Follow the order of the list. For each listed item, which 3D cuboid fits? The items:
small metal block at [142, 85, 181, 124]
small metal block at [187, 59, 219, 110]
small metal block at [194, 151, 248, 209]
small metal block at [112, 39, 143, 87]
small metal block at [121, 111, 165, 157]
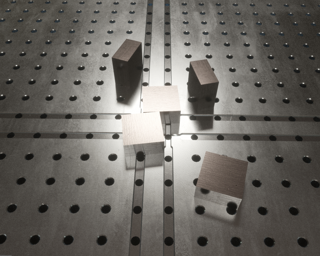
[{"bbox_3d":[0.001,-0.033,0.435,0.050,0.025,0.050,-2,50,-3],"label":"small metal block"},{"bbox_3d":[0.060,-0.062,0.444,0.025,0.050,0.050,-10,51,-9],"label":"small metal block"},{"bbox_3d":[0.071,0.060,0.359,0.050,0.025,0.050,14,51,11],"label":"small metal block"},{"bbox_3d":[-0.049,-0.099,0.474,0.025,0.050,0.050,17,52,13],"label":"small metal block"},{"bbox_3d":[-0.023,0.007,0.401,0.050,0.025,0.050,-6,51,-5],"label":"small metal block"}]
